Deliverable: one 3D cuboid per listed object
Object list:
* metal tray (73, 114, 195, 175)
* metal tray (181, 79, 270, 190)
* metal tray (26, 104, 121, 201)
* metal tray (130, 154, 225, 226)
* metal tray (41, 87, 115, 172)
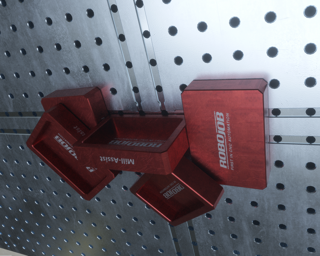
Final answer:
[{"bbox_3d":[-0.031,0.016,0.393,0.130,0.090,0.030,2,119,27],"label":"metal tray"},{"bbox_3d":[0.081,0.009,0.369,0.090,0.030,0.129,3,120,26],"label":"metal tray"},{"bbox_3d":[-0.126,0.038,0.455,0.130,0.030,0.090,44,128,-3],"label":"metal tray"},{"bbox_3d":[0.017,0.086,0.427,0.090,0.030,0.129,39,146,0],"label":"metal tray"},{"bbox_3d":[-0.115,0.006,0.470,0.090,0.030,0.129,-1,119,28],"label":"metal tray"}]
